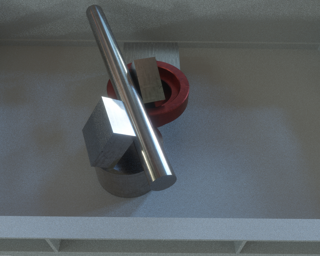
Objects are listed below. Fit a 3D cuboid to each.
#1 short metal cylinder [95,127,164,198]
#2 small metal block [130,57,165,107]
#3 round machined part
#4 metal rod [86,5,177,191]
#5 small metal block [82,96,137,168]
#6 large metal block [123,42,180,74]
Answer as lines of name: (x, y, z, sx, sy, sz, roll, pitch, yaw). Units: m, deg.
short metal cylinder: (-0.036, 0.033, 0.359, 0.081, 0.050, 0.080, 0, 50, 0)
small metal block: (-0.017, -0.050, 0.367, 0.025, 0.050, 0.050, -12, 86, -15)
round machined part: (-0.014, -0.038, 0.386, 0.099, 0.042, 0.098, 0, 50, 0)
metal rod: (-0.046, -0.060, 0.363, 0.025, 0.025, 0.299, -15, 52, -12)
small metal block: (-0.053, 0.005, 0.314, 0.025, 0.050, 0.050, 11, 40, -37)
large metal block: (-0.013, -0.081, 0.453, 0.081, 0.050, 0.080, 0, 50, -1)
